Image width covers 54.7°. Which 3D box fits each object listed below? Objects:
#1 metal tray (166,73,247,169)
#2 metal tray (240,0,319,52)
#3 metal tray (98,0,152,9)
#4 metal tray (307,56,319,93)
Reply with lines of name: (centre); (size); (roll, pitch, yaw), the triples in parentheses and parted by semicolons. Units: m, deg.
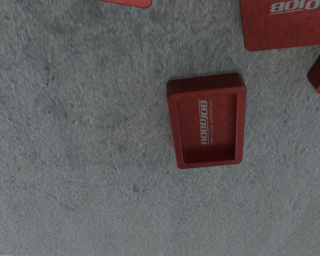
metal tray: (0.061, -0.004, 0.401); (0.091, 0.030, 0.129); (-6, 130, 4)
metal tray: (0.141, -0.122, 0.278); (0.130, 0.030, 0.090); (-1, 132, 22)
metal tray: (-0.041, -0.174, 0.254); (0.091, 0.030, 0.129); (8, 130, -7)
metal tray: (0.234, -0.090, 0.331); (0.091, 0.030, 0.129); (10, 130, -9)
